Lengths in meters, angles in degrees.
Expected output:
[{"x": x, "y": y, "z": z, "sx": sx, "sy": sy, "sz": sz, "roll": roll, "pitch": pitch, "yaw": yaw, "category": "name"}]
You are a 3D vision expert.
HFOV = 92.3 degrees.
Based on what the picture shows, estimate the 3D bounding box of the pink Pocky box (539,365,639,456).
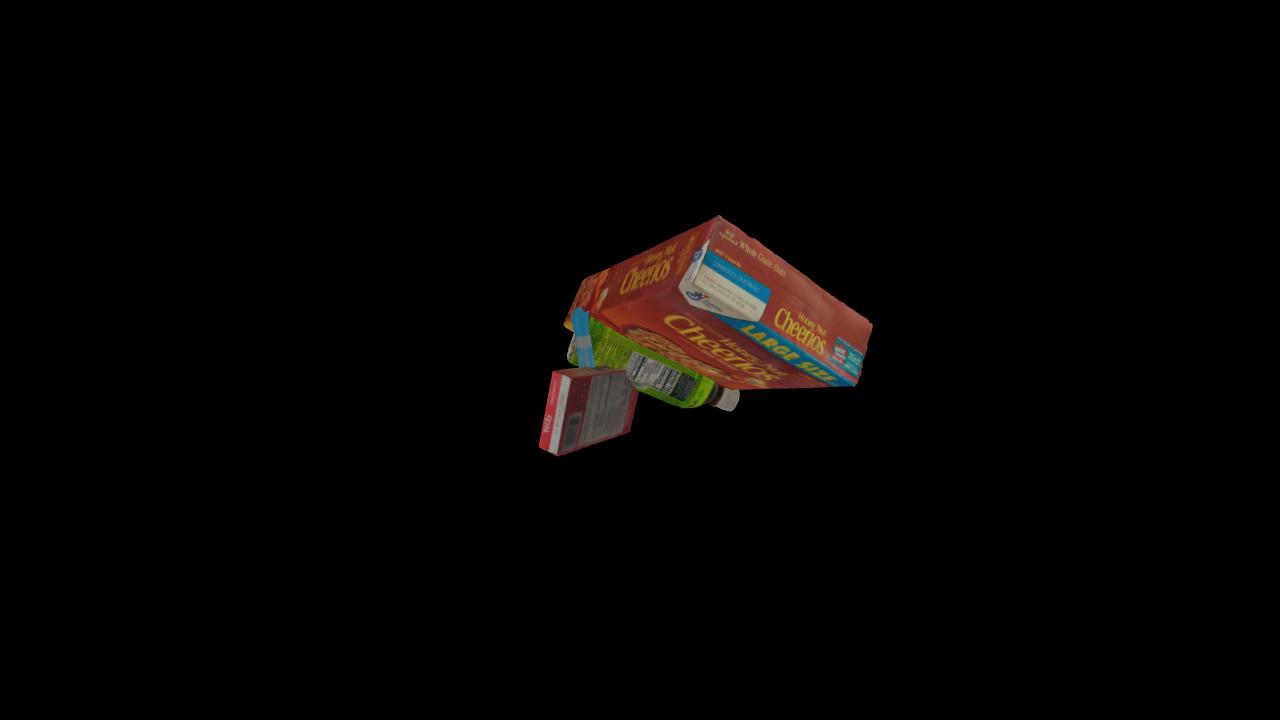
[{"x": -0.049, "y": 0.049, "z": 0.677, "sx": 0.029, "sy": 0.084, "sz": 0.155, "roll": 17, "pitch": 11, "yaw": 26, "category": "pink Pocky box"}]

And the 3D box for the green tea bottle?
[{"x": 0.021, "y": 0.011, "z": 0.731, "sx": 0.212, "sy": 0.073, "sz": 0.073, "roll": 25, "pitch": -6, "yaw": -14, "category": "green tea bottle"}]

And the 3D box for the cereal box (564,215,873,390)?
[{"x": 0.065, "y": -0.039, "z": 0.676, "sx": 0.203, "sy": 0.081, "sz": 0.306, "roll": 29, "pitch": -16, "yaw": -24, "category": "cereal box"}]

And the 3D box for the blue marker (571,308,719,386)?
[{"x": -0.058, "y": 0.002, "z": 0.668, "sx": 0.020, "sy": 0.121, "sz": 0.020, "roll": -6, "pitch": 21, "yaw": 2, "category": "blue marker"}]
